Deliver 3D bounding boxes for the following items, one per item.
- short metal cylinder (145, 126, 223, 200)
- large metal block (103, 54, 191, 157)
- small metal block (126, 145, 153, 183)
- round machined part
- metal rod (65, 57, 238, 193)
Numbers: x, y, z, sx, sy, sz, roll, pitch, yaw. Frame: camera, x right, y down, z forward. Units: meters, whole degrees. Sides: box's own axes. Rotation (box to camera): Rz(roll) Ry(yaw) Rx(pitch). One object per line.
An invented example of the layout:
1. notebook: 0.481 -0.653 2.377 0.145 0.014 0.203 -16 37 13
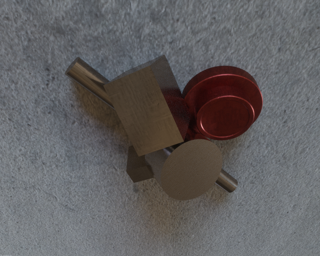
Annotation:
1. short metal cylinder: 0.028 0.040 0.378 0.081 0.050 0.079 -10 115 -21
2. large metal block: -0.008 -0.028 0.335 0.050 0.080 0.080 -20 106 17
3. small metal block: -0.017 0.043 0.430 0.050 0.050 0.025 -17 128 13
4. round machined part: 0.076 -0.023 0.378 0.099 0.042 0.097 -1 130 0
5. metal rod: 0.006 0.010 0.418 0.025 0.025 0.301 -37 122 27
